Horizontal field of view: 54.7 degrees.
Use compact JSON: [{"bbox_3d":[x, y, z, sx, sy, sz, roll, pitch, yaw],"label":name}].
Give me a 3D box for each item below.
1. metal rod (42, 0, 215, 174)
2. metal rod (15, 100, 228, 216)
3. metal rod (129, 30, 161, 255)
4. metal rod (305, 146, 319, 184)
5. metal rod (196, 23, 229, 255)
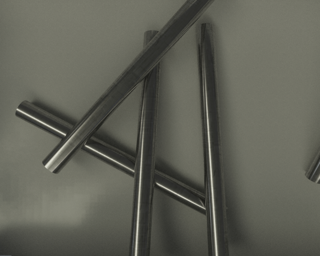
[{"bbox_3d":[-0.035,-0.062,0.380,0.025,0.025,0.300,42,92,0],"label":"metal rod"},{"bbox_3d":[-0.050,0.044,0.410,0.301,0.025,0.025,28,90,0],"label":"metal rod"},{"bbox_3d":[-0.017,0.023,0.390,0.025,0.025,0.298,3,82,0],"label":"metal rod"},{"bbox_3d":[0.242,-0.063,0.351,0.025,0.025,0.298,15,116,0],"label":"metal rod"},{"bbox_3d":[0.066,0.014,0.395,0.025,0.025,0.298,-2,84,0],"label":"metal rod"}]
